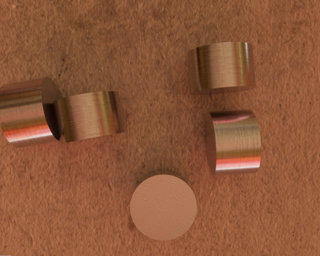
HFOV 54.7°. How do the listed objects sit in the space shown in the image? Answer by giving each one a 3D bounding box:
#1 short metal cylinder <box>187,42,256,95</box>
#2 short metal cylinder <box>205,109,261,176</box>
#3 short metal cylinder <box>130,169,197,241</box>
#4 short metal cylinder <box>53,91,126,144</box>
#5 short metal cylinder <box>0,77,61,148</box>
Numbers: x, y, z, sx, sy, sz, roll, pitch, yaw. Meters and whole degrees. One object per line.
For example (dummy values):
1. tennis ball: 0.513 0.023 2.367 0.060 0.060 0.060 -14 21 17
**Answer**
1. short metal cylinder: 0.075 -0.071 0.383 0.081 0.080 0.050 -5 90 -1
2. short metal cylinder: 0.087 0.018 0.384 0.050 0.080 0.079 -4 90 0
3. short metal cylinder: 0.004 0.096 0.398 0.081 0.050 0.079 0 90 -1
4. short metal cylinder: -0.086 -0.013 0.381 0.080 0.080 0.050 -10 90 0
5. short metal cylinder: -0.154 -0.019 0.380 0.050 0.080 0.080 -10 90 0
